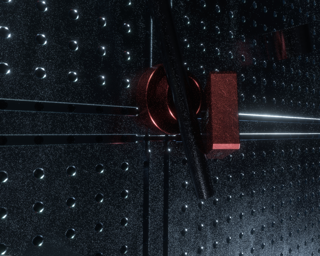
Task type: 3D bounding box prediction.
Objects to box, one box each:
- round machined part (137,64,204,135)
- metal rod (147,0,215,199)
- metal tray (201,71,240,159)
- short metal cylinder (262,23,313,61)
[{"bbox_3d":[0.021,-0.039,0.415,0.099,0.042,0.097,-1,91,-40],"label":"round machined part"},{"bbox_3d":[0.022,-0.054,0.372,0.025,0.025,0.298,-24,106,-37],"label":"metal rod"},{"bbox_3d":[0.075,-0.010,0.405,0.030,0.130,0.090,0,79,3],"label":"metal tray"},{"bbox_3d":[0.234,-0.157,0.569,0.081,0.080,0.050,-24,106,-37],"label":"short metal cylinder"}]
